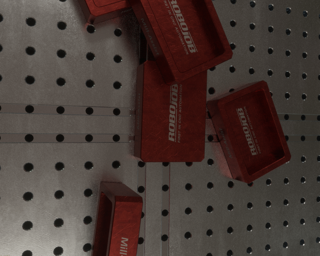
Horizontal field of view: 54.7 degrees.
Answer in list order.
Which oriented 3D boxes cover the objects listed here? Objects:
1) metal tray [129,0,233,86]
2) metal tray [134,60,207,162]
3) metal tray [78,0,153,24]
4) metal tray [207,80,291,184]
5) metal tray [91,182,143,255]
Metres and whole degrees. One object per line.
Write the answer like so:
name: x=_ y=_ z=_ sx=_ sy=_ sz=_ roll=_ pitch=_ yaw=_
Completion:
metal tray: x=0.026 y=-0.130 z=0.387 sx=0.091 sy=0.030 sz=0.129 roll=-28 pitch=99 yaw=-18
metal tray: x=0.015 y=-0.020 z=0.417 sx=0.091 sy=0.030 sz=0.129 roll=2 pitch=89 yaw=-21
metal tray: x=-0.046 y=-0.196 z=0.393 sx=0.131 sy=0.030 sz=0.090 roll=-25 pitch=99 yaw=-19
metal tray: x=0.134 y=0.005 z=0.461 sx=0.091 sy=0.030 sz=0.129 roll=-24 pitch=98 yaw=-19
metal tray: x=-0.054 y=0.135 z=0.358 sx=0.030 sy=0.090 sz=0.129 roll=8 pitch=87 yaw=-20
